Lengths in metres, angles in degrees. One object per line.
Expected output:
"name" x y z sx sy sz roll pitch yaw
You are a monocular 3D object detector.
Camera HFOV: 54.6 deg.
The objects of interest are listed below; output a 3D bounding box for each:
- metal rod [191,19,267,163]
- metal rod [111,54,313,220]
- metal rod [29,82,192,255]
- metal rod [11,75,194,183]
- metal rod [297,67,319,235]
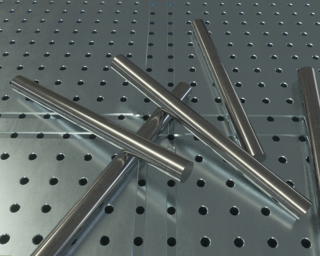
"metal rod" 0.093 -0.075 0.470 0.025 0.025 0.300 -7 50 -6
"metal rod" 0.048 -0.002 0.384 0.300 0.025 0.025 40 60 20
"metal rod" -0.043 0.040 0.373 0.025 0.025 0.301 25 54 20
"metal rod" -0.091 -0.010 0.392 0.300 0.025 0.025 25 54 28
"metal rod" 0.198 0.028 0.385 0.025 0.025 0.300 8 50 7
